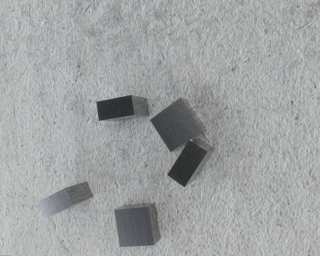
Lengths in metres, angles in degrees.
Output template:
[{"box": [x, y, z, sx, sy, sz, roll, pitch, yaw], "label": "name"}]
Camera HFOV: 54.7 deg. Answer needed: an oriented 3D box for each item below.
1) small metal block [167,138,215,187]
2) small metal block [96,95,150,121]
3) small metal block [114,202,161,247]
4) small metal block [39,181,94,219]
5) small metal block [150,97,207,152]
[{"box": [0.040, 0.041, 0.382, 0.025, 0.050, 0.050, 34, 101, 17], "label": "small metal block"}, {"box": [-0.048, -0.025, 0.413, 0.050, 0.050, 0.025, -9, 87, 20], "label": "small metal block"}, {"box": [-0.030, 0.131, 0.420, 0.050, 0.025, 0.050, -10, 87, 19], "label": "small metal block"}, {"box": [-0.133, 0.102, 0.443, 0.050, 0.050, 0.025, -28, 81, 18], "label": "small metal block"}, {"box": [0.024, -0.004, 0.400, 0.050, 0.025, 0.050, -36, 79, 16], "label": "small metal block"}]
